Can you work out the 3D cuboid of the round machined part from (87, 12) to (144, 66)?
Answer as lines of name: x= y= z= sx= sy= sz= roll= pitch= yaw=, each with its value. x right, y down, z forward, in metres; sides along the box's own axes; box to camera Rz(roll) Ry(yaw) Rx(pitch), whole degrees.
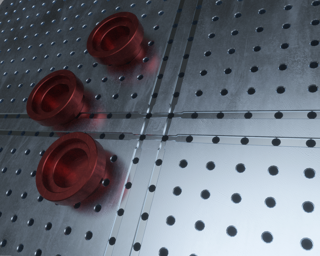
round machined part: x=-0.070 y=-0.144 z=0.521 sx=0.098 sy=0.042 sz=0.098 roll=-13 pitch=56 yaw=20

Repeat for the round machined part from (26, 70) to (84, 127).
round machined part: x=-0.166 y=-0.045 z=0.509 sx=0.098 sy=0.042 sz=0.098 roll=-13 pitch=56 yaw=20

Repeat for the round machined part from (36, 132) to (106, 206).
round machined part: x=-0.115 y=0.057 z=0.420 sx=0.098 sy=0.042 sz=0.098 roll=-13 pitch=56 yaw=20
